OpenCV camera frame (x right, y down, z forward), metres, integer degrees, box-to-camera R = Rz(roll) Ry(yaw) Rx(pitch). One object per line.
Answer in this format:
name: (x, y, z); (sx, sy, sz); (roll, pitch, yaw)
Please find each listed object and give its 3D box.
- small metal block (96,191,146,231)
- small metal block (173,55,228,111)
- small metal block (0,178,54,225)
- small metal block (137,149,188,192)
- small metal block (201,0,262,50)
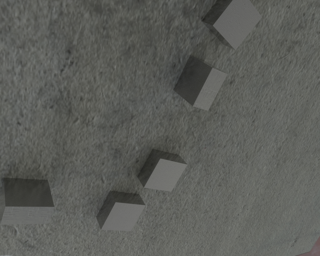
small metal block: (-0.057, 0.122, 0.453); (0.050, 0.025, 0.050); (16, 110, -35)
small metal block: (0.049, -0.056, 0.384); (0.025, 0.050, 0.050); (13, 111, -34)
small metal block: (-0.155, 0.084, 0.359); (0.050, 0.050, 0.025); (10, 113, -33)
small metal block: (0.003, 0.062, 0.449); (0.050, 0.025, 0.050); (17, 109, -35)
small metal block: (0.087, -0.132, 0.375); (0.050, 0.025, 0.050); (32, 101, -39)
